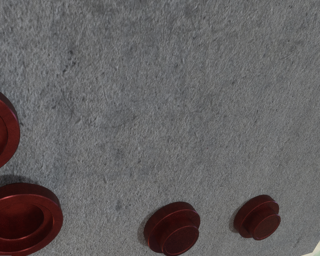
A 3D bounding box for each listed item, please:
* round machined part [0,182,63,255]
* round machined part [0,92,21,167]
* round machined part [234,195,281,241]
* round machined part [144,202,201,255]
[{"bbox_3d":[-0.169,0.104,0.368,0.099,0.042,0.097,-14,124,-21],"label":"round machined part"},{"bbox_3d":[-0.187,-0.002,0.292,0.099,0.042,0.097,-14,124,-21],"label":"round machined part"},{"bbox_3d":[0.201,0.185,0.620,0.099,0.042,0.097,-14,124,-21],"label":"round machined part"},{"bbox_3d":[0.026,0.175,0.518,0.099,0.042,0.097,-14,124,-21],"label":"round machined part"}]
